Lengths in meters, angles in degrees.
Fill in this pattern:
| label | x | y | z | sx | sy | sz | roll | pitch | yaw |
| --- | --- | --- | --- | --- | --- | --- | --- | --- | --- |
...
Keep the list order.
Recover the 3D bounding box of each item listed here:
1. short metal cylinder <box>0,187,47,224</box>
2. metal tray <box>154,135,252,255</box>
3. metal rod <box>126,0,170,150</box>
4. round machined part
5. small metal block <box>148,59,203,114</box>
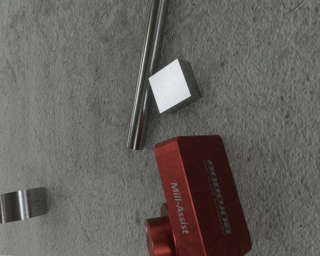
| label | x | y | z | sx | sy | sz | roll | pitch | yaw |
| --- | --- | --- | --- | --- | --- | --- | --- | --- | --- |
| short metal cylinder | -0.255 | 0.142 | 0.575 | 0.080 | 0.081 | 0.050 | -18 | 79 | 38 |
| metal tray | 0.047 | 0.074 | 0.322 | 0.030 | 0.091 | 0.129 | -22 | 76 | 37 |
| metal rod | -0.009 | -0.118 | 0.410 | 0.025 | 0.025 | 0.298 | 17 | 101 | 38 |
| round machined part | 0.009 | 0.135 | 0.350 | 0.098 | 0.042 | 0.097 | 175 | 89 | -81 |
| small metal block | 0.019 | -0.051 | 0.388 | 0.050 | 0.025 | 0.050 | -29 | 72 | 36 |
